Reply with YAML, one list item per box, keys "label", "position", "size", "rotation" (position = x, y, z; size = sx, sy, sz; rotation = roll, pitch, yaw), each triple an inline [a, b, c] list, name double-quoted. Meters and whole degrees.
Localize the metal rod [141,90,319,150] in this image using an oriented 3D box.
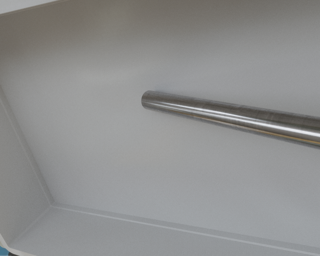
- label: "metal rod"
  position: [0.082, -0.008, 0.285]
  size: [0.300, 0.025, 0.025]
  rotation: [16, 129, 48]
